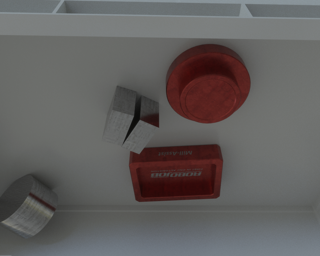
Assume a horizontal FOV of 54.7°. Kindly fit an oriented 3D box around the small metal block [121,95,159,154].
[{"bbox_3d":[-0.024,-0.004,0.389,0.025,0.050,0.050,24,126,-19],"label":"small metal block"}]

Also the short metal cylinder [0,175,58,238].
[{"bbox_3d":[-0.204,0.119,0.471,0.080,0.080,0.050,-26,126,20],"label":"short metal cylinder"}]

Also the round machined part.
[{"bbox_3d":[0.056,-0.044,0.362,0.099,0.042,0.097,-1,130,0],"label":"round machined part"}]

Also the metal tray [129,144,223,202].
[{"bbox_3d":[0.025,0.070,0.465,0.131,0.030,0.089,-3,130,2],"label":"metal tray"}]

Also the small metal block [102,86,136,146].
[{"bbox_3d":[-0.050,-0.015,0.379,0.025,0.050,0.050,16,128,-13],"label":"small metal block"}]
